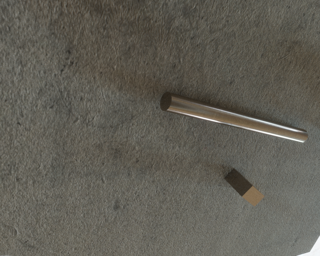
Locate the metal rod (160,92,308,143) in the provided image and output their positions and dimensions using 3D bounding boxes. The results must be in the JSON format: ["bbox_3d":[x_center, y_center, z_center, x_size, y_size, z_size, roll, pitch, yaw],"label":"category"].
[{"bbox_3d":[0.131,-0.010,0.474,0.302,0.025,0.025,11,113,-33],"label":"metal rod"}]

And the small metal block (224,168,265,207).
[{"bbox_3d":[0.146,0.103,0.537,0.025,0.050,0.050,-47,130,5],"label":"small metal block"}]
